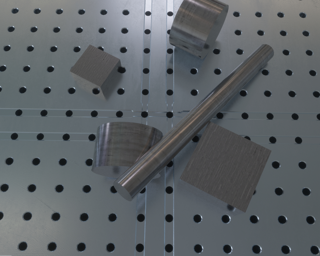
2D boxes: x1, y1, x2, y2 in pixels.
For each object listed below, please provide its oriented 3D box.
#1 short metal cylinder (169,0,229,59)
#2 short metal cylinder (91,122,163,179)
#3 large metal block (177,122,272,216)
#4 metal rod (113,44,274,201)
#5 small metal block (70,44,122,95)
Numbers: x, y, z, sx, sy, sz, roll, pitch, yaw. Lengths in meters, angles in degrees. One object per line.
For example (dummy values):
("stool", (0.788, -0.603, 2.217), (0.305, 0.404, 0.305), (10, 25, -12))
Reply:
("short metal cylinder", (0.055, -0.144, 0.436), (0.050, 0.080, 0.080), (29, 73, 10))
("short metal cylinder", (-0.038, 0.030, 0.371), (0.080, 0.080, 0.050), (3, 70, 1))
("large metal block", (0.077, 0.050, 0.381), (0.080, 0.050, 0.080), (27, 72, 9))
("metal rod", (0.060, -0.025, 0.378), (0.025, 0.025, 0.302), (40, 58, 13))
("small metal block", (-0.090, -0.083, 0.441), (0.050, 0.025, 0.050), (28, 72, 9))
